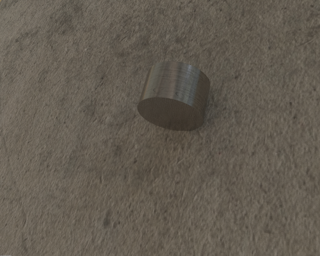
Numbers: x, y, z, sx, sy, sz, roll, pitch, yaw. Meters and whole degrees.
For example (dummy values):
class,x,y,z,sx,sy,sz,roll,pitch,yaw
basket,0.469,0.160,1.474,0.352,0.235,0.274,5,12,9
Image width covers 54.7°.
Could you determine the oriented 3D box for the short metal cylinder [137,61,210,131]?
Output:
class,x,y,z,sx,sy,sz,roll,pitch,yaw
short metal cylinder,0.018,-0.037,0.381,0.080,0.080,0.050,1,62,28
